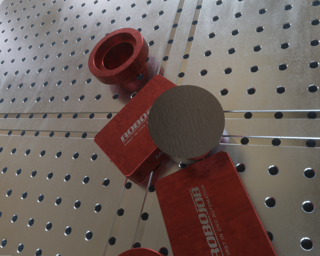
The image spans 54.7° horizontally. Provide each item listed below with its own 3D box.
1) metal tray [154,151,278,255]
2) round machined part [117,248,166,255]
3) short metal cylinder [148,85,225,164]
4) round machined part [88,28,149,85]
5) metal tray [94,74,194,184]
[{"bbox_3d":[0.054,0.098,0.316,0.090,0.030,0.130,-27,53,11],"label":"metal tray"},{"bbox_3d":[-0.025,0.169,0.305,0.098,0.042,0.098,-13,56,20],"label":"round machined part"},{"bbox_3d":[0.030,-0.002,0.347,0.080,0.050,0.080,-2,76,8],"label":"short metal cylinder"},{"bbox_3d":[-0.061,-0.109,0.494,0.098,0.042,0.098,-13,56,20],"label":"round machined part"},{"bbox_3d":[-0.015,-0.002,0.413,0.130,0.030,0.090,-46,51,-5],"label":"metal tray"}]
